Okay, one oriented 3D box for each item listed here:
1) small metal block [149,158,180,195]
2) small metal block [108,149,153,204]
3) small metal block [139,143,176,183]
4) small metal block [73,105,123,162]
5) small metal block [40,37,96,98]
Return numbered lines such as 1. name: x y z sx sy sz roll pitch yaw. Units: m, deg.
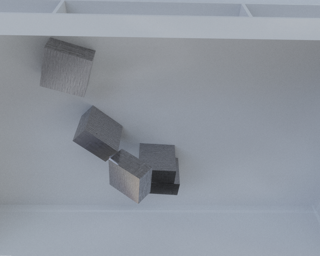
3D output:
1. small metal block: 0.001 0.069 0.451 0.050 0.050 0.025 5 130 -5
2. small metal block: -0.039 0.063 0.402 0.050 0.025 0.050 28 135 24
3. small metal block: -0.005 0.049 0.434 0.050 0.050 0.025 3 131 -4
4. small metal block: -0.078 0.007 0.396 0.050 0.050 0.025 38 120 -26
5. small metal block: -0.104 -0.067 0.350 0.050 0.025 0.050 14 129 -13
